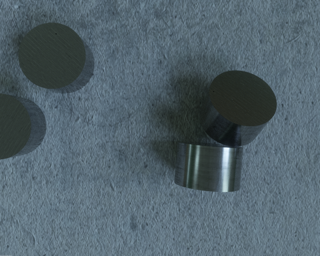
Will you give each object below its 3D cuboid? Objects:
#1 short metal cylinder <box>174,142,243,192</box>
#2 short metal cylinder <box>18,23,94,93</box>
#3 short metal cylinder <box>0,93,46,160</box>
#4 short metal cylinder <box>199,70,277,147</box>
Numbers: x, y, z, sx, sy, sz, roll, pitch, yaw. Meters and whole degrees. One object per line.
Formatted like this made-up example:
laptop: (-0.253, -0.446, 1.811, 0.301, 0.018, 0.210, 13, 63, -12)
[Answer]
short metal cylinder: (0.060, 0.045, 0.383, 0.080, 0.080, 0.050, 5, 90, 0)
short metal cylinder: (-0.129, -0.087, 0.396, 0.081, 0.050, 0.080, 0, 90, 0)
short metal cylinder: (-0.195, -0.002, 0.396, 0.081, 0.050, 0.080, 0, 90, 0)
short metal cylinder: (0.094, -0.024, 0.381, 0.081, 0.050, 0.080, 4, 59, -6)
